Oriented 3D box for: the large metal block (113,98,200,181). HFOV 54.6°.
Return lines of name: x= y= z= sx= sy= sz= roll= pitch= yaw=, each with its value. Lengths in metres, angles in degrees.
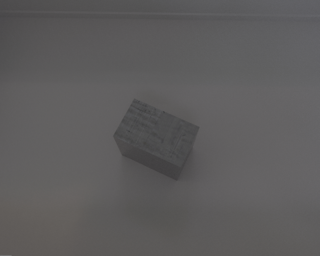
large metal block: x=-0.003 y=0.017 z=0.374 sx=0.080 sy=0.080 sz=0.050 roll=24 pitch=72 yaw=8
